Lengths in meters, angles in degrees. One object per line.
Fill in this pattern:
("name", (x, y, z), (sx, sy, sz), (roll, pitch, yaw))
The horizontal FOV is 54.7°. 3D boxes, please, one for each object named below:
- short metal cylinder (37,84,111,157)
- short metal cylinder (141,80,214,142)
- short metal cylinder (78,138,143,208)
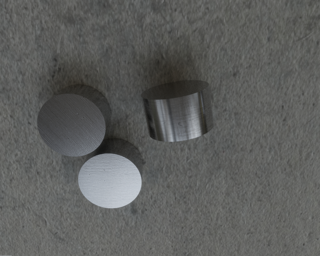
("short metal cylinder", (-0.105, -0.011, 0.391), (0.081, 0.050, 0.079), (0, 110, -1))
("short metal cylinder", (0.021, -0.023, 0.372), (0.080, 0.080, 0.050), (-10, 110, 3))
("short metal cylinder", (-0.064, 0.060, 0.418), (0.081, 0.050, 0.079), (0, 110, -1))
